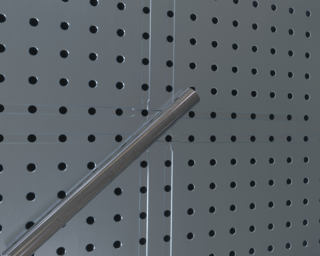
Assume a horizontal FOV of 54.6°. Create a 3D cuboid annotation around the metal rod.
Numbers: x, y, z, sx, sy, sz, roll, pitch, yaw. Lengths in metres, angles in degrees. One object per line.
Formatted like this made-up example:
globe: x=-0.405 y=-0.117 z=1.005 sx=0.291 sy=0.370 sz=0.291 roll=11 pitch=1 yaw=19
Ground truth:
metal rod: x=-0.061 y=0.052 z=0.389 sx=0.301 sy=0.025 sz=0.025 roll=-42 pitch=103 yaw=-15
